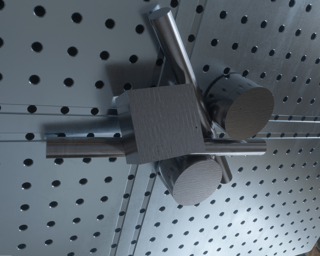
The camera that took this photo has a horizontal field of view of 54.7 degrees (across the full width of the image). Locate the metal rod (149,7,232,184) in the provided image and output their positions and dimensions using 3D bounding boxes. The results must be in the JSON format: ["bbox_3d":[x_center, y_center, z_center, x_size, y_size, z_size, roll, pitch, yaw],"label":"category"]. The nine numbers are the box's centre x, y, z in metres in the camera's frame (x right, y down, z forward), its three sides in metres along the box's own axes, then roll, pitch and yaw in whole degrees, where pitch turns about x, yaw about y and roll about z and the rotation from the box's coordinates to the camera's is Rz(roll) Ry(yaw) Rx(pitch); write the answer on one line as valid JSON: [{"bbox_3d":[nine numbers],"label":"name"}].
[{"bbox_3d":[0.054,-0.020,0.425,0.025,0.025,0.299,-33,129,-7],"label":"metal rod"}]

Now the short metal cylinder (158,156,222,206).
[{"bbox_3d":[0.043,0.067,0.456,0.081,0.050,0.079,-14,124,-21],"label":"short metal cylinder"}]

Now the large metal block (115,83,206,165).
[{"bbox_3d":[-0.001,-0.004,0.364,0.081,0.050,0.080,-10,88,-23],"label":"large metal block"}]

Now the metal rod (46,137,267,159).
[{"bbox_3d":[0.011,0.025,0.407,0.303,0.025,0.025,1,118,-22],"label":"metal rod"}]

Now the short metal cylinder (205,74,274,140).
[{"bbox_3d":[0.110,-0.030,0.433,0.081,0.050,0.079,-14,124,-21],"label":"short metal cylinder"}]
